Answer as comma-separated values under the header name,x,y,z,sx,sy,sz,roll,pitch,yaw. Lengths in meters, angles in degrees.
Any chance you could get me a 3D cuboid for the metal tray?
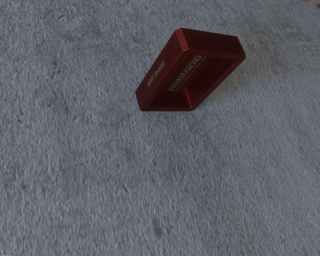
name,x,y,z,sx,sy,sz,roll,pitch,yaw
metal tray,0.034,-0.067,0.397,0.091,0.129,0.030,-2,63,-30
